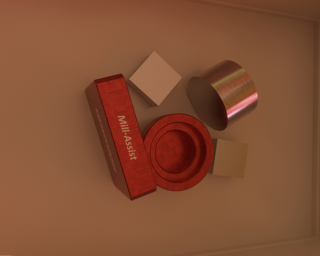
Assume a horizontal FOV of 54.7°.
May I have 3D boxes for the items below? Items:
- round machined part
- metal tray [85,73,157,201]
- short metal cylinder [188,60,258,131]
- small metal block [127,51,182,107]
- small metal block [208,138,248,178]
[{"bbox_3d":[0.017,0.030,0.406,0.099,0.042,0.097,0,90,-21],"label":"round machined part"},{"bbox_3d":[-0.048,0.009,0.357,0.030,0.090,0.129,-18,96,-19],"label":"metal tray"},{"bbox_3d":[0.081,-0.043,0.411,0.050,0.080,0.080,-31,101,-18],"label":"short metal cylinder"},{"bbox_3d":[-0.009,-0.063,0.406,0.050,0.025,0.050,42,77,-14],"label":"small metal block"},{"bbox_3d":[0.095,0.043,0.445,0.050,0.025,0.050,10,86,-19],"label":"small metal block"}]
